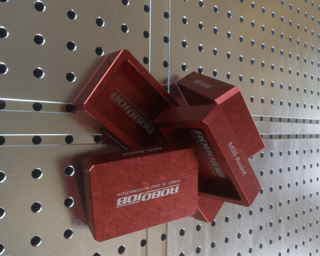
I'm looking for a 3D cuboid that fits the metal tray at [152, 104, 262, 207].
[{"bbox_3d":[0.057,0.034,0.377,0.030,0.090,0.130,-46,118,-30],"label":"metal tray"}]

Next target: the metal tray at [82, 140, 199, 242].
[{"bbox_3d":[-0.018,0.070,0.361,0.131,0.030,0.089,-8,106,-25],"label":"metal tray"}]

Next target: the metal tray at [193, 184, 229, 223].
[{"bbox_3d":[0.079,0.065,0.473,0.130,0.030,0.090,-49,119,-29],"label":"metal tray"}]

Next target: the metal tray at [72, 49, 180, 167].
[{"bbox_3d":[-0.030,-0.020,0.382,0.130,0.030,0.090,43,64,-32],"label":"metal tray"}]

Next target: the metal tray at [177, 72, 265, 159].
[{"bbox_3d":[0.075,-0.021,0.406,0.030,0.130,0.090,-33,114,-5],"label":"metal tray"}]
